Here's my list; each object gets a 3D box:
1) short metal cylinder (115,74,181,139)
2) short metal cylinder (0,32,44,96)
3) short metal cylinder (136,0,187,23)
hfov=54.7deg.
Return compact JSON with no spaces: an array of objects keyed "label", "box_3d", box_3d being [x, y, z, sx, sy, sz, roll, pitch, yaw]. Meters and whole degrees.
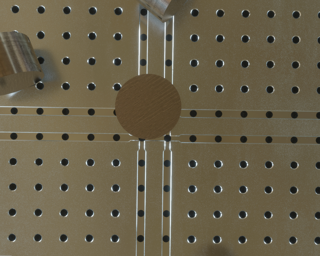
[{"label":"short metal cylinder","box_3d":[-0.014,-0.026,0.401,0.081,0.050,0.079,0,90,-1]},{"label":"short metal cylinder","box_3d":[-0.193,-0.077,0.383,0.080,0.080,0.050,-22,90,0]},{"label":"short metal cylinder","box_3d":[0.009,-0.180,0.386,0.050,0.080,0.080,40,90,-1]}]
